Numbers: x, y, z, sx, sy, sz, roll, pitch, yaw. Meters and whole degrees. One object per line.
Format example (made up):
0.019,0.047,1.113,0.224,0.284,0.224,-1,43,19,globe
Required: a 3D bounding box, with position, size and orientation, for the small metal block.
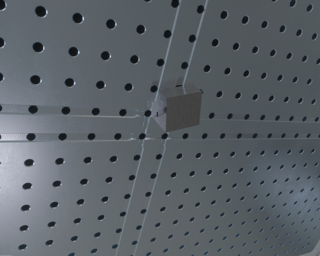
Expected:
0.025,-0.026,0.408,0.050,0.025,0.050,-13,124,-21,small metal block
